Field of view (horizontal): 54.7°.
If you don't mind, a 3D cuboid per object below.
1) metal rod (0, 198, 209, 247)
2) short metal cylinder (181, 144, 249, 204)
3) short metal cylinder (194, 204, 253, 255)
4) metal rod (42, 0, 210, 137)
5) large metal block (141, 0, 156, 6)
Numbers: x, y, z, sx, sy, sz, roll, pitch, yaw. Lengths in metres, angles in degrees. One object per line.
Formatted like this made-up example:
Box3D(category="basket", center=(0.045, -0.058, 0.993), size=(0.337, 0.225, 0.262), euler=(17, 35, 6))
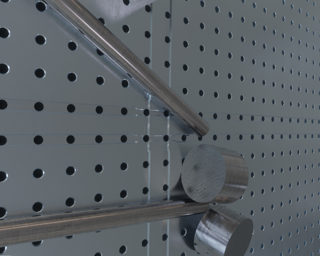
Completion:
Box3D(category="metal rod", center=(-0.051, 0.105, 0.366), size=(0.302, 0.025, 0.025), euler=(5, 87, -40))
Box3D(category="short metal cylinder", center=(0.076, 0.066, 0.438), size=(0.050, 0.080, 0.080), euler=(15, 81, -39))
Box3D(category="short metal cylinder", center=(0.095, 0.161, 0.460), size=(0.081, 0.050, 0.079), euler=(-21, 120, -42))
Box3D(category="metal rod", center=(-0.034, -0.076, 0.380), size=(0.301, 0.025, 0.025), euler=(39, 66, -33))
Box3D(category="large metal block", center=(0.008, -0.208, 0.380), size=(0.050, 0.080, 0.080), euler=(42, 65, -33))
